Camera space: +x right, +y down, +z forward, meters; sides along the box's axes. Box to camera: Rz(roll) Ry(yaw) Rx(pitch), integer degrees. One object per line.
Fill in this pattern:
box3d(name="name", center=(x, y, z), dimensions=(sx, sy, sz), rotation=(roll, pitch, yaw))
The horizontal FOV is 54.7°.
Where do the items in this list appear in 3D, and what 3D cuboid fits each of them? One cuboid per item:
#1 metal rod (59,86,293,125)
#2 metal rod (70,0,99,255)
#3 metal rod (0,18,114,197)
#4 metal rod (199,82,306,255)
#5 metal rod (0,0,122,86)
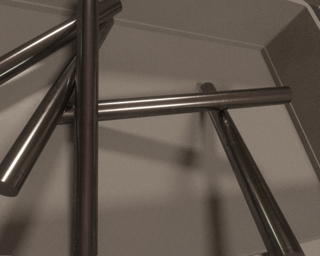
box3d(name="metal rod", center=(0.028, -0.030, 0.389), dimensions=(0.302, 0.025, 0.025), rotation=(-6, 64, -14))
box3d(name="metal rod", center=(-0.080, -0.021, 0.336), dimensions=(0.025, 0.025, 0.299), rotation=(5, 72, -26))
box3d(name="metal rod", center=(-0.105, -0.056, 0.358), dimensions=(0.025, 0.025, 0.300), rotation=(26, 45, -13))
box3d(name="metal rod", center=(0.087, 0.021, 0.362), dimensions=(0.025, 0.025, 0.300), rotation=(19, 29, -17))
box3d(name="metal rod", center=(-0.151, -0.085, 0.356), dimensions=(0.025, 0.025, 0.301), rotation=(43, 57, 1))
